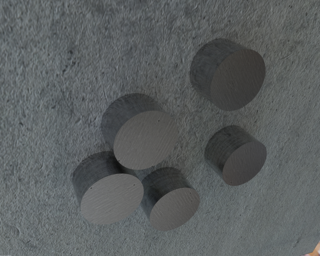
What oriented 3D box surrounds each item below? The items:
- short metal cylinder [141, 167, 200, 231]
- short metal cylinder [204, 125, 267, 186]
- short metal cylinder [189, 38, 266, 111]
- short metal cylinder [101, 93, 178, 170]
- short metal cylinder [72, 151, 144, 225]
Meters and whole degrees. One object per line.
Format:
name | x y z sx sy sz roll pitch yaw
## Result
short metal cylinder | 0.012 0.105 0.462 0.081 0.050 0.079 -14 124 -21
short metal cylinder | 0.116 0.042 0.480 0.081 0.050 0.079 -14 124 -21
short metal cylinder | 0.085 -0.068 0.395 0.081 0.050 0.079 -14 124 -21
short metal cylinder | -0.026 0.004 0.379 0.081 0.050 0.079 -14 124 -21
short metal cylinder | -0.068 0.077 0.401 0.081 0.050 0.079 -14 124 -21
